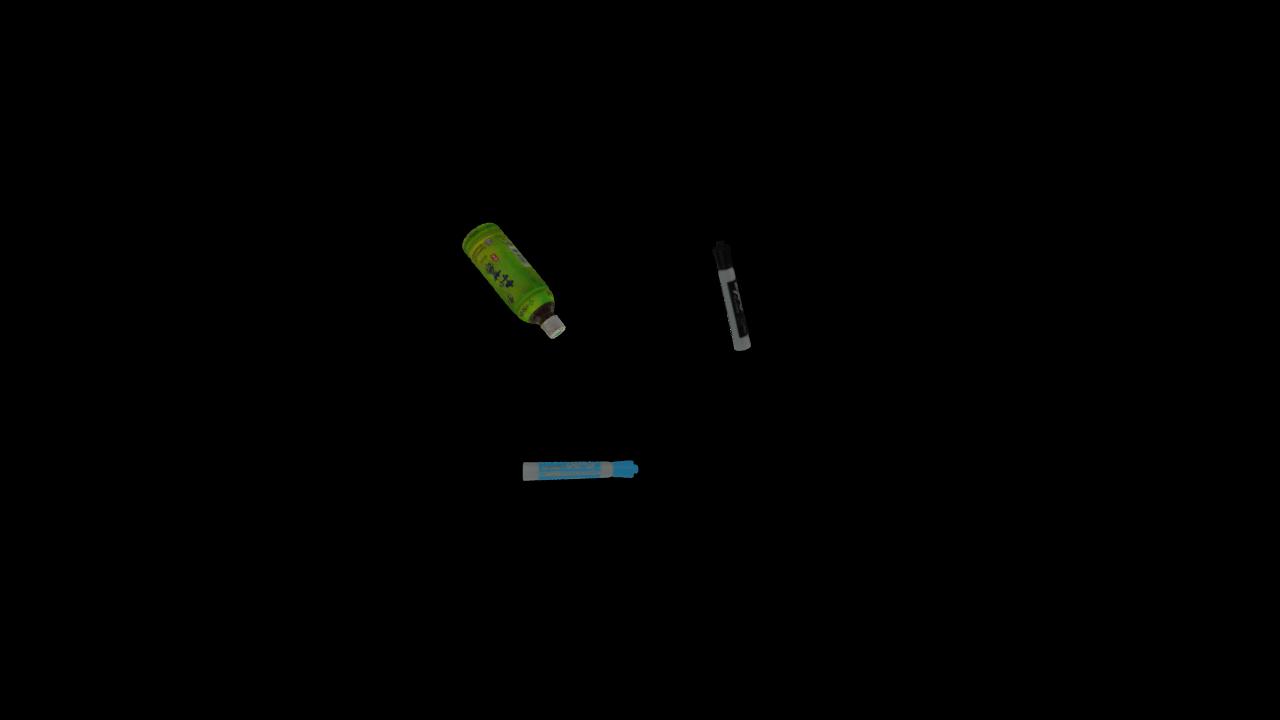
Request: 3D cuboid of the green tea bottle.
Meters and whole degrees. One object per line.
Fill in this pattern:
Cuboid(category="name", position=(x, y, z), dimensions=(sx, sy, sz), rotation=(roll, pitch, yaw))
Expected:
Cuboid(category="green tea bottle", position=(-0.193, -0.122, 0.976), dimensions=(0.073, 0.212, 0.073), rotation=(-40, -11, -9))

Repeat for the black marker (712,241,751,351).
Cuboid(category="black marker", position=(0.098, -0.068, 0.655), dimensions=(0.020, 0.121, 0.020), rotation=(-14, 21, 5))

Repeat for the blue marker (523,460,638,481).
Cuboid(category="blue marker", position=(-0.061, 0.115, 0.644), dimensions=(0.121, 0.020, 0.020), rotation=(1, 0, -14))
